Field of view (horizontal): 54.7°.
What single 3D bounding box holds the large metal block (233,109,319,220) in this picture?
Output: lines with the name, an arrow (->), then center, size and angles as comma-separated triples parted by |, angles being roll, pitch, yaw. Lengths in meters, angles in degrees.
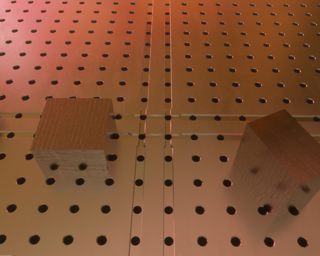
large metal block -> 0.131, 0.040, 0.340 | 0.050, 0.080, 0.080 | -20, 53, -16

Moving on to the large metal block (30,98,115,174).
large metal block -> -0.101, 0.009, 0.383 | 0.081, 0.050, 0.080 | 0, 50, 0
